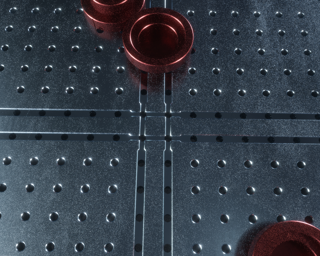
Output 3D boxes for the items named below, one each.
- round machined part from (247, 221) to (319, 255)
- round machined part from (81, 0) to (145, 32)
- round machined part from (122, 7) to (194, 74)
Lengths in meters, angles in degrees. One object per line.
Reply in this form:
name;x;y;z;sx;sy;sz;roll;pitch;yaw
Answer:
round machined part;0.147;0.156;0.348;0.099;0.042;0.098;0;70;-1
round machined part;-0.073;-0.201;0.475;0.099;0.042;0.098;0;70;-1
round machined part;-0.003;-0.121;0.447;0.099;0.042;0.098;0;70;-1
